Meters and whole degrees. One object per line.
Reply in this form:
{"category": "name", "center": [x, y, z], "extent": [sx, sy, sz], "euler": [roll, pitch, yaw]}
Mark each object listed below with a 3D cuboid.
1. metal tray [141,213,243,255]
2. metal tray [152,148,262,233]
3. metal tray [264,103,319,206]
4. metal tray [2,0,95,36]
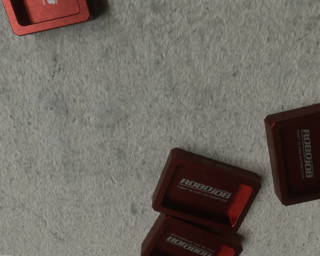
{"category": "metal tray", "center": [0.047, 0.183, 0.475], "extent": [0.131, 0.030, 0.089], "euler": [25, 108, -10]}
{"category": "metal tray", "center": [0.064, 0.090, 0.441], "extent": [0.131, 0.030, 0.089], "euler": [18, 109, -7]}
{"category": "metal tray", "center": [0.200, 0.037, 0.423], "extent": [0.090, 0.030, 0.129], "euler": [-14, 110, 4]}
{"category": "metal tray", "center": [-0.134, -0.176, 0.340], "extent": [0.090, 0.030, 0.129], "euler": [-12, 110, 3]}
